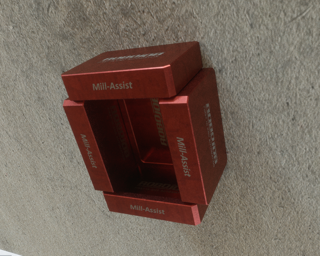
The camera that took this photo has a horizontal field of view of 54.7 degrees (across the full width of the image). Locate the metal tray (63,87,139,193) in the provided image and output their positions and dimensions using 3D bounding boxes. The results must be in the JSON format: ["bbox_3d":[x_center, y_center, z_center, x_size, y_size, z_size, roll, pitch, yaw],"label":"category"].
[{"bbox_3d":[-0.065,0.006,0.402,0.030,0.090,0.129,1,119,28],"label":"metal tray"}]

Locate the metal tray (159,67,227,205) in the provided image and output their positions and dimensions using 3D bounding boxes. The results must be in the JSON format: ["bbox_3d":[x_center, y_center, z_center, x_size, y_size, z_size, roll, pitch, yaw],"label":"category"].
[{"bbox_3d":[0.043,0.008,0.347,0.030,0.090,0.129,1,119,28],"label":"metal tray"}]

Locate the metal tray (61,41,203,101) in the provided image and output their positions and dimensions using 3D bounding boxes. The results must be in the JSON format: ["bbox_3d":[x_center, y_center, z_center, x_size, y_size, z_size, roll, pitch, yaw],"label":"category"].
[{"bbox_3d":[-0.029,-0.063,0.341,0.130,0.090,0.030,1,119,27],"label":"metal tray"}]

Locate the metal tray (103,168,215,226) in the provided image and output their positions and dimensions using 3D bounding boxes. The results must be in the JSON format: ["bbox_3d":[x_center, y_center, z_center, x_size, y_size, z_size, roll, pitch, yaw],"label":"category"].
[{"bbox_3d":[0.003,0.077,0.411,0.130,0.090,0.030,1,119,27],"label":"metal tray"}]

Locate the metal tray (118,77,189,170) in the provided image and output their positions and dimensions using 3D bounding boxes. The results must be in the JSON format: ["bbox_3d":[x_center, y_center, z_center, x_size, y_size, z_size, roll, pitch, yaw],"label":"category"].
[{"bbox_3d":[0.001,-0.008,0.398,0.090,0.030,0.129,1,119,27],"label":"metal tray"}]
